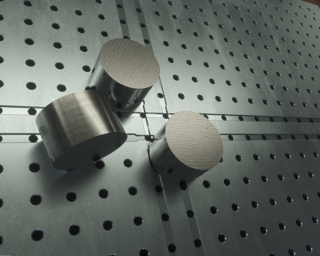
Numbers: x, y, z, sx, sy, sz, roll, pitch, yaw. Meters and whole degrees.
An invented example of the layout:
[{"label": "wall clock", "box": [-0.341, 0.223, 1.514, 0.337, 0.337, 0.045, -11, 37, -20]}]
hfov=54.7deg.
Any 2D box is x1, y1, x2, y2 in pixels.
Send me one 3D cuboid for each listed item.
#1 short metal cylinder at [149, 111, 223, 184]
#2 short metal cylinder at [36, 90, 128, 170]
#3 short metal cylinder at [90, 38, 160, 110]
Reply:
[{"label": "short metal cylinder", "box": [0.032, 0.025, 0.394, 0.081, 0.050, 0.080, 14, 56, -21]}, {"label": "short metal cylinder", "box": [-0.082, 0.003, 0.327, 0.081, 0.080, 0.050, -16, 71, -34]}, {"label": "short metal cylinder", "box": [-0.047, -0.071, 0.410, 0.081, 0.050, 0.080, 14, 56, -21]}]
